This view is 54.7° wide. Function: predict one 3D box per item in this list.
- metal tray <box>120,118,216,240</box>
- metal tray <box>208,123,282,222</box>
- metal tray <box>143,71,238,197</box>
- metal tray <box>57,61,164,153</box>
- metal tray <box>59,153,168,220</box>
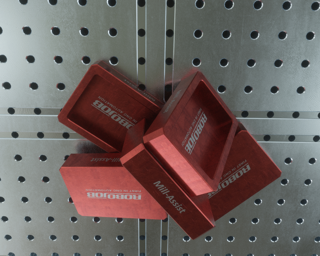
[{"bbox_3d":[0.010,0.057,0.367,0.030,0.090,0.130,-37,107,12],"label":"metal tray"},{"bbox_3d":[0.089,0.066,0.435,0.130,0.030,0.090,-39,106,13],"label":"metal tray"},{"bbox_3d":[0.043,0.002,0.359,0.030,0.130,0.090,-27,111,39],"label":"metal tray"},{"bbox_3d":[-0.052,-0.014,0.405,0.130,0.030,0.090,34,106,-12],"label":"metal tray"},{"bbox_3d":[-0.057,0.078,0.413,0.130,0.030,0.089,-2,122,16],"label":"metal tray"}]
